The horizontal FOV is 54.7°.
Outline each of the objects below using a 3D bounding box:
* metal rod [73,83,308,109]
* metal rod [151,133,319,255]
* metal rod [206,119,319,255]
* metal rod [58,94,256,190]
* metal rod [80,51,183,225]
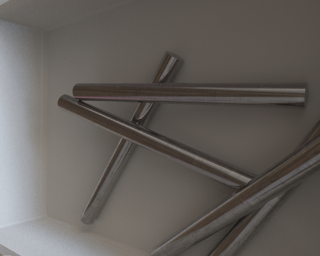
[{"bbox_3d":[0.011,-0.041,0.371,0.300,0.025,0.025,5,93,31],"label":"metal rod"},{"bbox_3d":[0.077,0.080,0.316,0.298,0.025,0.025,-48,61,38],"label":"metal rod"},{"bbox_3d":[0.123,0.053,0.304,0.025,0.025,0.298,45,117,30],"label":"metal rod"},{"bbox_3d":[-0.023,0.011,0.398,0.300,0.025,0.025,22,104,29],"label":"metal rod"},{"bbox_3d":[-0.050,0.028,0.448,0.025,0.025,0.298,44,116,31],"label":"metal rod"}]
